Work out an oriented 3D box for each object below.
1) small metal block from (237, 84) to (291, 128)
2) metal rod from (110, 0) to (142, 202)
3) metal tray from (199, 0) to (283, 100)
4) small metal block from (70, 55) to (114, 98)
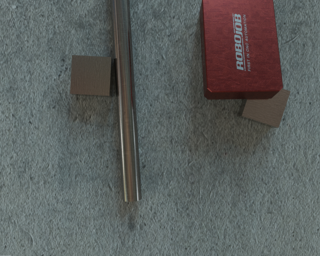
[{"bbox_3d":[0.137,-0.032,0.412,0.050,0.025,0.050,18,90,-1],"label":"small metal block"},{"bbox_3d":[-0.046,-0.054,0.409,0.025,0.025,0.298,-4,90,-1],"label":"metal rod"},{"bbox_3d":[0.100,-0.103,0.394,0.091,0.030,0.129,-1,77,0],"label":"metal tray"},{"bbox_3d":[-0.089,-0.067,0.409,0.050,0.025,0.050,3,90,-1],"label":"small metal block"}]
